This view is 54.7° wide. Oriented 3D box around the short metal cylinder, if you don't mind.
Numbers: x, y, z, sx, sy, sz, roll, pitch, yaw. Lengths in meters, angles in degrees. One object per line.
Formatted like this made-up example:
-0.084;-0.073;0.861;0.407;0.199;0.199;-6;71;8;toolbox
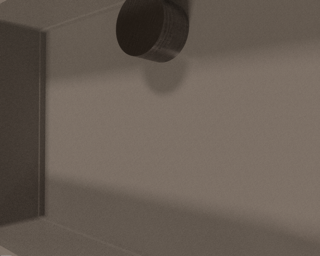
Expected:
-0.010;-0.128;0.397;0.080;0.050;0.079;0;90;39;short metal cylinder
